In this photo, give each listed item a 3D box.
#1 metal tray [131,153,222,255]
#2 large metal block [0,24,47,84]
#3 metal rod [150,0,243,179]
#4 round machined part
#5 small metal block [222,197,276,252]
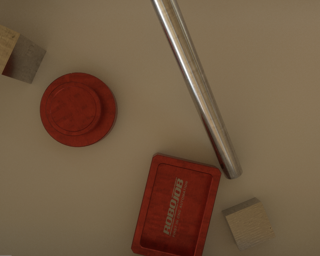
[{"bbox_3d":[0.021,0.106,0.409,0.091,0.030,0.129,13,90,-1],"label":"metal tray"},{"bbox_3d":[-0.201,-0.099,0.381,0.080,0.080,0.050,25,90,-1],"label":"large metal block"},{"bbox_3d":[0.038,-0.061,0.353,0.025,0.025,0.299,-26,115,0],"label":"metal rod"},{"bbox_3d":[-0.107,-0.024,0.402,0.099,0.042,0.097,0,90,-1],"label":"round machined part"},{"bbox_3d":[0.117,0.128,0.413,0.050,0.025,0.050,-22,90,-1],"label":"small metal block"}]
